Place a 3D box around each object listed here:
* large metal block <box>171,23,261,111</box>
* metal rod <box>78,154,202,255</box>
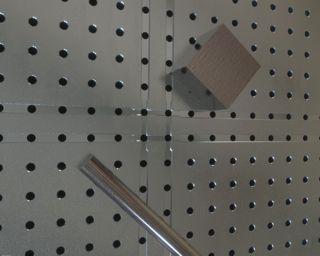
[{"bbox_3d":[0.077,-0.081,0.428,0.080,0.050,0.080,43,77,-15],"label":"large metal block"},{"bbox_3d":[0.010,0.146,0.416,0.300,0.025,0.025,46,76,-14],"label":"metal rod"}]
